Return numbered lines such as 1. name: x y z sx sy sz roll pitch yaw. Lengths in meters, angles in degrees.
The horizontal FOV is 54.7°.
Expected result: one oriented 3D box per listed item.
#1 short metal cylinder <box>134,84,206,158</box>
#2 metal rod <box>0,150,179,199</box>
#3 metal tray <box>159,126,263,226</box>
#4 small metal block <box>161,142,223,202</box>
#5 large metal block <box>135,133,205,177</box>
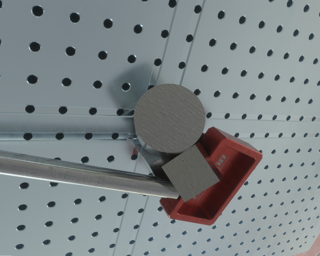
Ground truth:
1. short metal cylinder: 0.010 -0.007 0.370 0.080 0.080 0.050 -31 171 -9
2. metal rod: -0.116 0.047 0.340 0.302 0.025 0.025 13 112 -22
3. metal tray: 0.070 0.070 0.423 0.091 0.030 0.129 23 106 -37
4. small metal block: 0.039 0.053 0.373 0.050 0.050 0.025 -36 172 17
5. large metal block: 0.023 0.043 0.434 0.080 0.050 0.080 -31 129 -9
